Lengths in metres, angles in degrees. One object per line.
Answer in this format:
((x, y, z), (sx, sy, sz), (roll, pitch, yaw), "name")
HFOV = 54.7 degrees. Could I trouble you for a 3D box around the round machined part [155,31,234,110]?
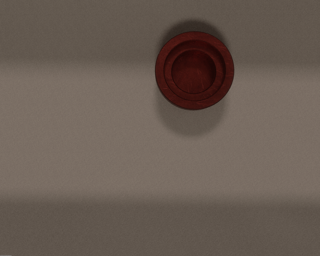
((0.043, -0.071, 0.403), (0.099, 0.042, 0.097), (0, 90, -1), "round machined part")
